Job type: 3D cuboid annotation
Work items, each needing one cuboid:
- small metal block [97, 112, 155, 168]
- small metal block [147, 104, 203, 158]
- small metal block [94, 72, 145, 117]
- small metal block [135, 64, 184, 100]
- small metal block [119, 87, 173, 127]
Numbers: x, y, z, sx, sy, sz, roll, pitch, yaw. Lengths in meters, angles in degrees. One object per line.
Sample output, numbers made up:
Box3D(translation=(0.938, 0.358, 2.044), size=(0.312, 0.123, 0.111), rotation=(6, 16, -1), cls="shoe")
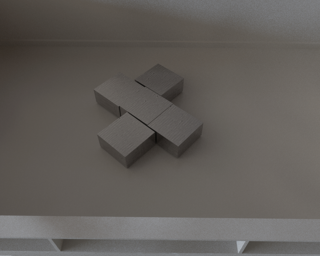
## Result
Box3D(translation=(-0.042, 0.014, 0.391), size=(0.050, 0.025, 0.050), rotation=(35, 59, 26), cls="small metal block")
Box3D(translation=(0.020, 0.003, 0.400), size=(0.050, 0.025, 0.050), rotation=(34, 58, 25), cls="small metal block")
Box3D(translation=(-0.057, -0.047, 0.442), size=(0.050, 0.025, 0.050), rotation=(34, 58, 25), cls="small metal block")
Box3D(translation=(-0.001, -0.063, 0.455), size=(0.050, 0.025, 0.050), rotation=(34, 57, 25), cls="small metal block")
Box3D(translation=(-0.018, -0.023, 0.420), size=(0.050, 0.025, 0.050), rotation=(34, 58, 25), cls="small metal block")
